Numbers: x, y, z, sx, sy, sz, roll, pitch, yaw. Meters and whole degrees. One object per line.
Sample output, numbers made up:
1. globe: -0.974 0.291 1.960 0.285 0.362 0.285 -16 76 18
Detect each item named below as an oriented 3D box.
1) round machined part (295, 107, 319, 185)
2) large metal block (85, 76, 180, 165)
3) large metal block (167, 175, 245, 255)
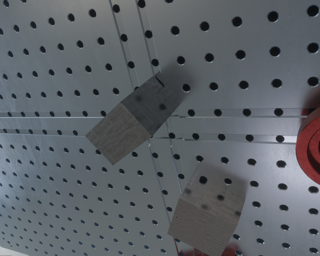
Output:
1. round machined part: 0.190 0.014 0.309 0.098 0.042 0.097 13 124 21
2. large metal block: -0.033 -0.010 0.387 0.050 0.080 0.080 48 129 -6
3. large metal block: 0.064 0.127 0.440 0.080 0.050 0.079 23 127 14
